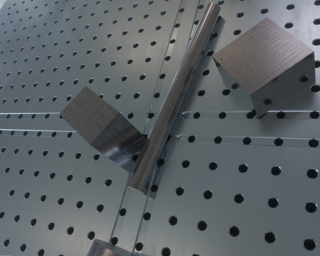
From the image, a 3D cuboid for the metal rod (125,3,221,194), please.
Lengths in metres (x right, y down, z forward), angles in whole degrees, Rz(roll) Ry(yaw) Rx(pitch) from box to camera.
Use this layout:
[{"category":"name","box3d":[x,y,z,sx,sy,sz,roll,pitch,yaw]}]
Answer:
[{"category":"metal rod","box3d":[0.026,-0.054,0.427,0.025,0.025,0.300,11,67,32]}]

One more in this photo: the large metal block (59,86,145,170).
[{"category":"large metal block","box3d":[-0.072,0.001,0.411,0.050,0.080,0.080,-49,51,-6]}]

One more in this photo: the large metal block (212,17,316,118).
[{"category":"large metal block","box3d":[0.123,-0.073,0.372,0.080,0.050,0.080,-35,51,5]}]

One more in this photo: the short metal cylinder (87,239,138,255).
[{"category":"short metal cylinder","box3d":[-0.039,0.150,0.302,0.080,0.080,0.050,13,69,33]}]
